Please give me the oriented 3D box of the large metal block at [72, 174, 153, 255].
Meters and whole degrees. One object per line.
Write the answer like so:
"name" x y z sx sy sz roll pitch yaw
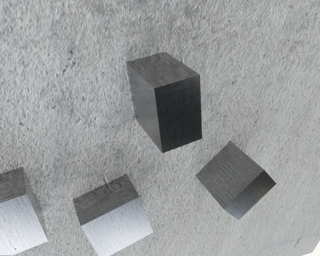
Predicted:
"large metal block" -0.064 0.124 0.432 0.081 0.050 0.080 -24 127 -14

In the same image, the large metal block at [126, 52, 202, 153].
"large metal block" 0.005 -0.032 0.354 0.050 0.080 0.079 -19 126 -17

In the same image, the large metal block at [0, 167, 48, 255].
"large metal block" -0.183 0.102 0.353 0.081 0.050 0.079 -18 126 -18

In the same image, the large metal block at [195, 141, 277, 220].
"large metal block" 0.116 0.081 0.485 0.080 0.080 0.050 -45 129 3
